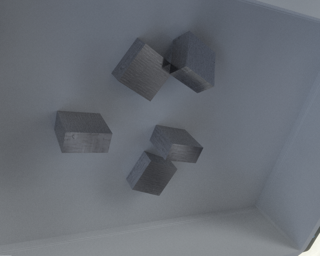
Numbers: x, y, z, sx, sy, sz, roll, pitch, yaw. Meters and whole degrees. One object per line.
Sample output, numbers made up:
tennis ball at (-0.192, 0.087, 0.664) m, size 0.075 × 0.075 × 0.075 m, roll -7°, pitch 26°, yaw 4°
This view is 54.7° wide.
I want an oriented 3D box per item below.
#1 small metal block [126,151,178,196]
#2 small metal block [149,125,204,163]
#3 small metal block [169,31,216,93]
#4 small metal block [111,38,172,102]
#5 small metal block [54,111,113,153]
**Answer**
small metal block at (-0.012, 0.066, 0.445) m, size 0.050 × 0.025 × 0.050 m, roll 23°, pitch 106°, yaw -37°
small metal block at (0.022, 0.022, 0.419) m, size 0.050 × 0.050 × 0.025 m, roll 9°, pitch 114°, yaw -33°
small metal block at (0.040, -0.077, 0.366) m, size 0.025 × 0.050 × 0.050 m, roll -18°, pitch 145°, yaw 42°
small metal block at (-0.019, -0.067, 0.359) m, size 0.050 × 0.025 × 0.050 m, roll 31°, pitch 101°, yaw -38°
small metal block at (-0.087, 0.004, 0.348) m, size 0.050 × 0.050 × 0.025 m, roll 3°, pitch 117°, yaw -30°
